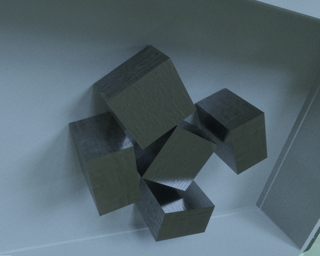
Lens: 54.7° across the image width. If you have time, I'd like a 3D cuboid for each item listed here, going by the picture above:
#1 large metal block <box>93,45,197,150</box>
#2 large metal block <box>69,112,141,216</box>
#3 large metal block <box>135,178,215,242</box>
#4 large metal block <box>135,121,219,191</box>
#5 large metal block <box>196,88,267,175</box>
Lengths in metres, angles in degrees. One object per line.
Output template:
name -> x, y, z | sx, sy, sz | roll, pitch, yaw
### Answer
large metal block -> -0.016, -0.035, 0.361 | 0.080, 0.050, 0.080 | -36, 130, -4
large metal block -> -0.064, 0.039, 0.362 | 0.050, 0.080, 0.079 | -18, 126, -19
large metal block -> 0.019, 0.111, 0.453 | 0.081, 0.080, 0.050 | 1, 118, -29
large metal block -> 0.018, 0.031, 0.421 | 0.080, 0.050, 0.080 | 25, 105, -37
large metal block -> 0.099, 0.003, 0.429 | 0.050, 0.080, 0.080 | -28, 128, -11
